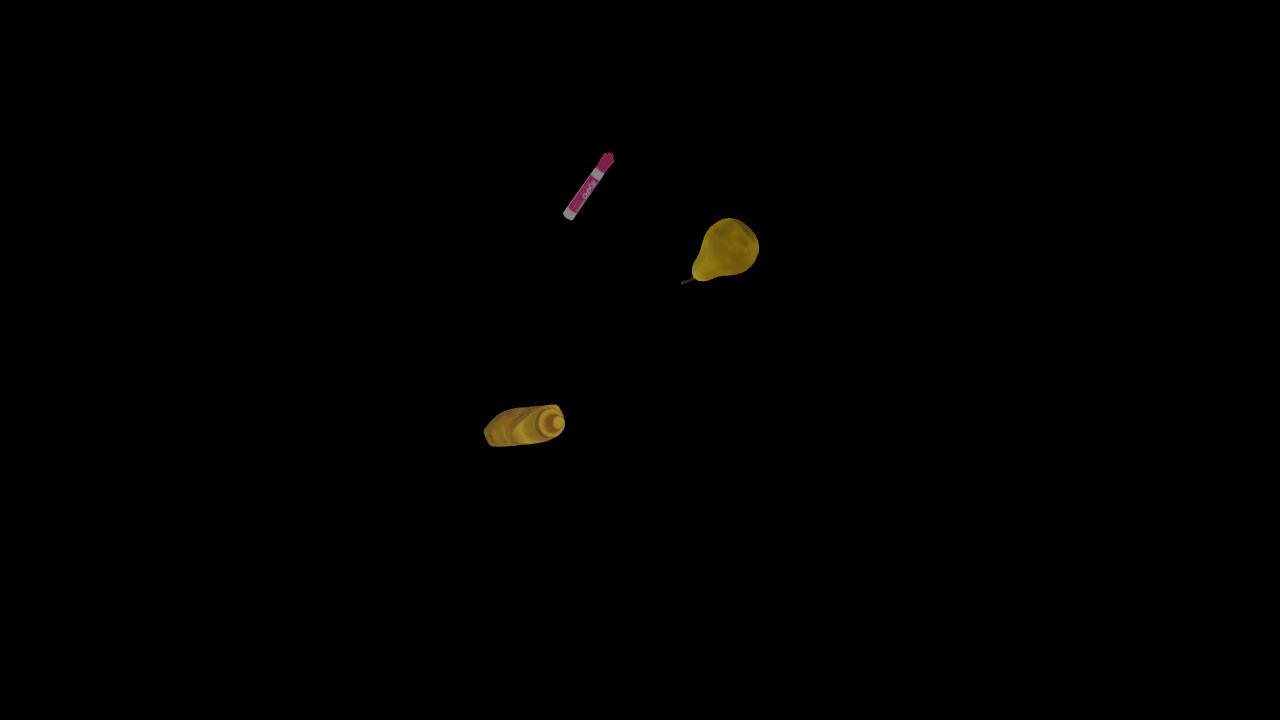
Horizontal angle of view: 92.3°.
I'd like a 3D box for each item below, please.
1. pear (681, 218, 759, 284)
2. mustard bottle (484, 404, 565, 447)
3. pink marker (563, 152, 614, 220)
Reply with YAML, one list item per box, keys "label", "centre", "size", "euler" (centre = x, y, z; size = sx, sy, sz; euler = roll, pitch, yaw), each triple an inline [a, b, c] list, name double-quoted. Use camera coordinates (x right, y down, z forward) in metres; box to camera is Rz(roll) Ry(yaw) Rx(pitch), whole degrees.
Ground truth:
- label: "pear"
  centre: [0.105, -0.134, 0.825]
  size: [0.080, 0.080, 0.111]
  euler: [0, -38, -50]
- label: "mustard bottle"
  centre: [-0.164, 0.098, 0.932]
  size: [0.092, 0.054, 0.184]
  euler: [-20, 5, -35]
- label: "pink marker"
  centre: [-0.077, -0.262, 0.927]
  size: [0.020, 0.020, 0.121]
  euler: [0, -39, -49]
